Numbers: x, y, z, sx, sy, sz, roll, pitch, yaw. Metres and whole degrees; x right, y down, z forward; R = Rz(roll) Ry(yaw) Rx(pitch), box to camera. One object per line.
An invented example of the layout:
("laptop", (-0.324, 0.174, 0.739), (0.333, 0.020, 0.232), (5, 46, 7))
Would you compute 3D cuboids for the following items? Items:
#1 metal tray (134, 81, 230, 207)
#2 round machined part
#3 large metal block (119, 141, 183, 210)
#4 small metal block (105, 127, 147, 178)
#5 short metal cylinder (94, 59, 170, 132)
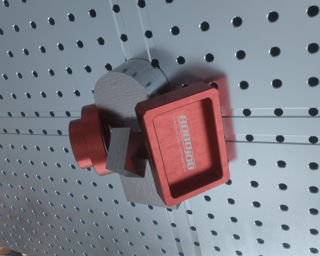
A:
("metal tray", (0.030, 0.020, 0.368), (0.030, 0.091, 0.129), (-137, 31, -60))
("round machined part", (-0.091, 0.018, 0.418), (0.042, 0.098, 0.097), (-14, 116, -2))
("large metal block", (-0.009, 0.063, 0.438), (0.080, 0.050, 0.080), (2, 120, 27))
("small metal block", (-0.038, 0.031, 0.380), (0.025, 0.050, 0.050), (-2, 160, 26))
("short metal cylinder", (-0.034, -0.040, 0.387), (0.080, 0.050, 0.079), (13, 124, 21))
